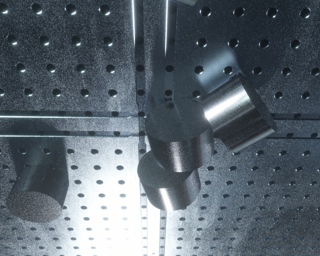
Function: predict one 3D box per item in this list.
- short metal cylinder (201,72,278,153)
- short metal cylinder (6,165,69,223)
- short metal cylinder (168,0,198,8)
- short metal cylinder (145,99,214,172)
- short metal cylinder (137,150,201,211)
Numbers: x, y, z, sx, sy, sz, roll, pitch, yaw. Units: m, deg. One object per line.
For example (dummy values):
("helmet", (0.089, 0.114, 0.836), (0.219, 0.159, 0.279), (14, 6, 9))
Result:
("short metal cylinder", (0.093, -0.018, 0.362), (0.050, 0.080, 0.080), (-34, 123, 25))
("short metal cylinder", (-0.187, 0.103, 0.480), (0.081, 0.050, 0.079), (0, 130, 0))
("short metal cylinder", (0.016, -0.146, 0.251), (0.050, 0.080, 0.079), (17, 128, -15))
("short metal cylinder", (0.025, 0.008, 0.383), (0.080, 0.080, 0.050), (-7, 130, 5))
("short metal cylinder", (0.014, 0.068, 0.434), (0.080, 0.080, 0.050), (-10, 130, 8))
